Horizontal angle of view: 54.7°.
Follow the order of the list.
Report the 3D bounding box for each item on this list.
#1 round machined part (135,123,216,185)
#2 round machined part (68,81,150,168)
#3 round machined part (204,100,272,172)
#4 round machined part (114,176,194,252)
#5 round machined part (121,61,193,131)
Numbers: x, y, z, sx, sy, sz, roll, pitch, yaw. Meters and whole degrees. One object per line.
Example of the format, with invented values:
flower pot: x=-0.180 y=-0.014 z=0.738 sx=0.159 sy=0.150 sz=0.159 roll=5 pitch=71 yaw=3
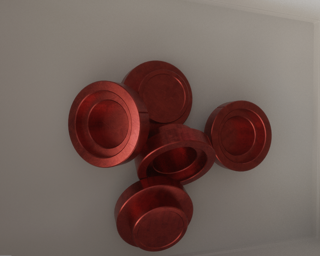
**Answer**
round machined part: x=0.016 y=0.032 z=0.390 sx=0.099 sy=0.097 sz=0.042 roll=1 pitch=46 yaw=-21
round machined part: x=-0.055 y=-0.005 z=0.363 sx=0.042 sy=0.098 sz=0.097 roll=-3 pitch=92 yaw=-65
round machined part: x=0.106 y=0.011 z=0.442 sx=0.099 sy=0.042 sz=0.097 roll=0 pitch=90 yaw=-21
round machined part: x=-0.004 y=0.112 z=0.382 sx=0.099 sy=0.042 sz=0.097 roll=-7 pitch=116 yaw=-14
round machined part: x=-0.001 y=-0.039 z=0.402 sx=0.099 sy=0.042 sz=0.097 roll=0 pitch=90 yaw=-21
